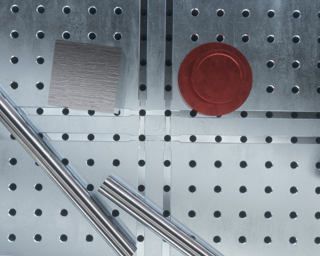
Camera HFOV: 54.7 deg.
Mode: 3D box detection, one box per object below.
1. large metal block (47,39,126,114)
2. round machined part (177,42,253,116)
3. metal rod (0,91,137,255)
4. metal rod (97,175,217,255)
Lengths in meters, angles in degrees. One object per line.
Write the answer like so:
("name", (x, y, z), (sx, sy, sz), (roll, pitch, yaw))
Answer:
("large metal block", (-0.091, -0.063, 0.400), (0.081, 0.050, 0.080), (7, 90, -1))
("round machined part", (0.073, -0.064, 0.406), (0.099, 0.042, 0.097), (0, 90, -1))
("metal rod", (-0.138, 0.055, 0.411), (0.025, 0.025, 0.300), (-41, 91, 0))
("metal rod", (0.045, 0.163, 0.414), (0.301, 0.025, 0.025), (37, 90, -1))
